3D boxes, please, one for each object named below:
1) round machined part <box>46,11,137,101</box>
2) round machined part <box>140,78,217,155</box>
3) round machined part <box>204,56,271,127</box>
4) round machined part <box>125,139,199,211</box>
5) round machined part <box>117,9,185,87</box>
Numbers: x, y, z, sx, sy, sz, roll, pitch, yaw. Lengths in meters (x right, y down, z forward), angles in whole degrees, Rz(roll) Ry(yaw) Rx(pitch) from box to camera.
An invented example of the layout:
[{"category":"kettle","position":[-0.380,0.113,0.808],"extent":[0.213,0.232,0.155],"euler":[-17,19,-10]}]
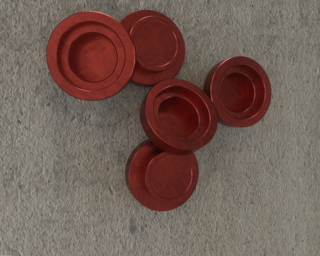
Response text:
[{"category":"round machined part","position":[-0.076,-0.081,0.362],"extent":[0.099,0.042,0.097],"euler":[0,97,1]},{"category":"round machined part","position":[0.021,-0.011,0.399],"extent":[0.099,0.042,0.098],"euler":[9,64,-19]},{"category":"round machined part","position":[0.105,-0.050,0.441],"extent":[0.099,0.042,0.097],"euler":[0,90,-21]},{"category":"round machined part","position":[0.008,0.060,0.405],"extent":[0.099,0.042,0.097],"euler":[0,90,-21]},{"category":"round machined part","position":[-0.012,-0.103,0.397],"extent":[0.099,0.042,0.097],"euler":[0,90,-21]}]
